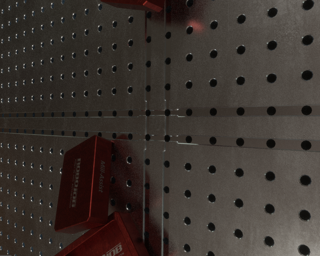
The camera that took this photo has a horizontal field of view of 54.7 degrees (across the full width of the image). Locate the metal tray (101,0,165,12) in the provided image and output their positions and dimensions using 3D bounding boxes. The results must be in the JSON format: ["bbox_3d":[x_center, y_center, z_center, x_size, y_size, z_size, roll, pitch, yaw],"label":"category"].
[{"bbox_3d":[-0.025,-0.217,0.384,0.090,0.030,0.129,23,104,37],"label":"metal tray"}]

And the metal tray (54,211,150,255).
[{"bbox_3d":[-0.084,0.191,0.437,0.130,0.030,0.090,-38,60,9],"label":"metal tray"}]

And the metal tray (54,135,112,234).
[{"bbox_3d":[-0.115,0.085,0.468,0.090,0.030,0.130,-27,51,36],"label":"metal tray"}]
